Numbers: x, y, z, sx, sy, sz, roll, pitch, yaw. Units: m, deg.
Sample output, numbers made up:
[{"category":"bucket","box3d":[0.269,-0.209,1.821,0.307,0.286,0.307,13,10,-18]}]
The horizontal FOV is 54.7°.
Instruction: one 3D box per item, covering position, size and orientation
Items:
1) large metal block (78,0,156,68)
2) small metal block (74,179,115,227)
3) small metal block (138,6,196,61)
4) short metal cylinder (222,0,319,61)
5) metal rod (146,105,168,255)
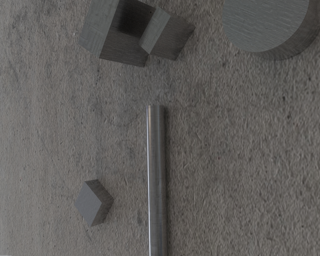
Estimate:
[{"category":"large metal block","box3d":[-0.050,-0.132,0.410,0.050,0.081,0.079,38,113,33]},{"category":"small metal block","box3d":[-0.105,0.118,0.492,0.050,0.025,0.050,40,115,32]},{"category":"small metal block","box3d":[0.009,-0.114,0.382,0.025,0.050,0.050,48,118,29]},{"category":"short metal cylinder","box3d":[0.108,-0.109,0.299,0.080,0.050,0.080,0,90,40]},{"category":"metal rod","box3d":[-0.003,0.120,0.407,0.025,0.025,0.298,-2,89,40]}]
